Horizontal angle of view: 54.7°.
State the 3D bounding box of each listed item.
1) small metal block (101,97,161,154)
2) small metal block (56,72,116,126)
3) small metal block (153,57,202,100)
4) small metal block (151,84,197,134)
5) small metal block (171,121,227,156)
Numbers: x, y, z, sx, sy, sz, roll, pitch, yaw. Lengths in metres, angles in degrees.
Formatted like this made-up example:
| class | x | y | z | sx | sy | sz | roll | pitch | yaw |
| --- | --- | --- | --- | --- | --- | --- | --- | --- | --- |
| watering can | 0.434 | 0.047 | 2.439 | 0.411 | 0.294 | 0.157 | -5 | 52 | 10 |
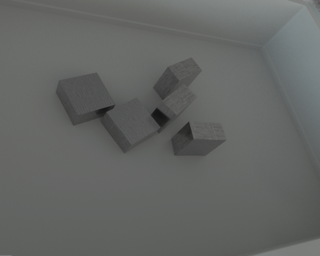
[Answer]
| class | x | y | z | sx | sy | sz | roll | pitch | yaw |
| --- | --- | --- | --- | --- | --- | --- | --- | --- | --- |
| small metal block | -0.037 | -0.004 | 0.390 | 0.050 | 0.025 | 0.050 | -32 | 80 | -38 |
| small metal block | -0.091 | -0.036 | 0.380 | 0.050 | 0.025 | 0.050 | -21 | 73 | -36 |
| small metal block | 0.025 | -0.071 | 0.448 | 0.050 | 0.050 | 0.025 | -29 | 78 | -38 |
| small metal block | 0.016 | -0.026 | 0.415 | 0.025 | 0.050 | 0.050 | 46 | 51 | 3 |
| small metal block | 0.050 | 0.015 | 0.409 | 0.050 | 0.050 | 0.025 | 3 | 61 | -27 |
